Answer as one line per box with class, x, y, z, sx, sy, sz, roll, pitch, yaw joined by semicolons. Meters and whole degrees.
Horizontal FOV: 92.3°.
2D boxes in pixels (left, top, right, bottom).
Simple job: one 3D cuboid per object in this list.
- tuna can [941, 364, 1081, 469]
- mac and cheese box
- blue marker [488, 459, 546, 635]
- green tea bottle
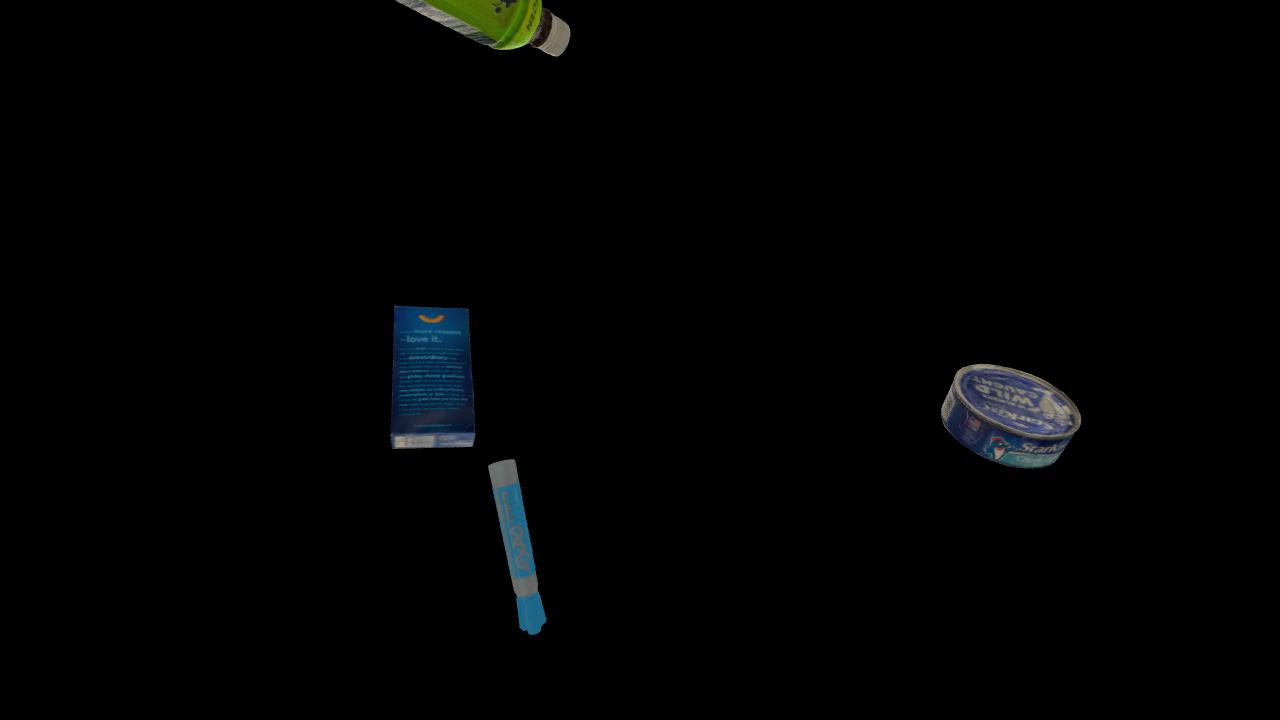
tuna can;0.268;0.040;0.450;0.084;0.034;0.084;4;34;-3
mac and cheese box;-0.252;0.018;0.748;0.093;0.184;0.041;0;-35;-19
blue marker;-0.084;0.130;0.426;0.020;0.121;0.020;-11;1;0
green tea bottle;-0.143;-0.298;0.484;0.073;0.073;0.212;0;-3;39
